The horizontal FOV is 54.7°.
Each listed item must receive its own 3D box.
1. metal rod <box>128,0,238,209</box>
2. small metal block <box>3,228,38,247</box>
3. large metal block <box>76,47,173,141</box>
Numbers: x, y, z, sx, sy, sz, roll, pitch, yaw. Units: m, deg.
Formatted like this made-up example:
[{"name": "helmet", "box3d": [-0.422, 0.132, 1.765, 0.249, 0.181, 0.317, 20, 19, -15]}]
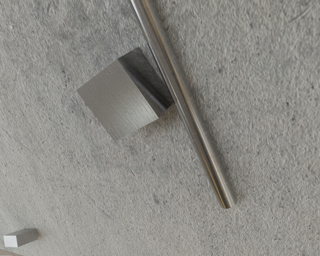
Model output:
[{"name": "metal rod", "box3d": [0.032, -0.027, 0.372, 0.025, 0.025, 0.299, -13, 112, 33]}, {"name": "small metal block", "box3d": [-0.316, 0.249, 0.704, 0.050, 0.050, 0.025, -13, 86, 33]}, {"name": "large metal block", "box3d": [-0.042, -0.041, 0.386, 0.080, 0.050, 0.080, -27, 104, 37]}]
